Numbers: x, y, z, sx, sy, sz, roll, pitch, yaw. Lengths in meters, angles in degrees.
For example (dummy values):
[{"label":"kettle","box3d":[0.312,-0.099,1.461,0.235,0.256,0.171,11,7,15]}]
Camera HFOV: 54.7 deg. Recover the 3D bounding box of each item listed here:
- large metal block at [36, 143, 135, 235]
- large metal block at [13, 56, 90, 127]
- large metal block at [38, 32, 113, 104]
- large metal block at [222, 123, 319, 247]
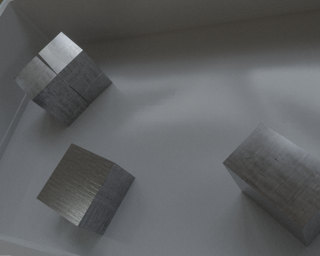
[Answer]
[{"label":"large metal block","box3d":[-0.092,0.075,0.390,0.080,0.050,0.080,18,71,34]},{"label":"large metal block","box3d":[-0.171,-0.058,0.493,0.050,0.080,0.080,-48,52,-5]},{"label":"large metal block","box3d":[-0.135,-0.096,0.498,0.050,0.080,0.080,-45,51,-3]},{"label":"large metal block","box3d":[0.112,0.052,0.279,0.050,0.080,0.080,-46,51,-3]}]
